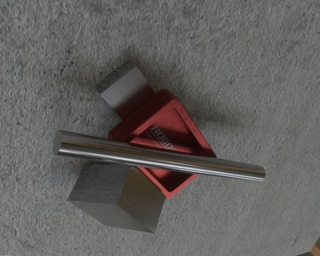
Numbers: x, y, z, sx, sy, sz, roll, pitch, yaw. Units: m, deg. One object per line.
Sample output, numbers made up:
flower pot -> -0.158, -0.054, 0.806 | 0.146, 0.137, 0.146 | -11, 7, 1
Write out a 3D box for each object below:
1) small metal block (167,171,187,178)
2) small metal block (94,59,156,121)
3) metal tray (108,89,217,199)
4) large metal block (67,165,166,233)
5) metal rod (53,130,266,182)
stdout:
small metal block -> 0.033, 0.053, 0.461 | 0.050, 0.025, 0.050 | -44, 130, 2
small metal block -> -0.039, -0.043, 0.362 | 0.050, 0.025, 0.050 | -39, 130, -2
metal tray -> 0.008, 0.025, 0.393 | 0.090, 0.030, 0.130 | -40, 130, -2
large metal block -> -0.052, 0.088, 0.389 | 0.080, 0.080, 0.050 | 51, 47, -40
metal rod -> 0.025, 0.041, 0.378 | 0.302, 0.025, 0.025 | 13, 112, -34
